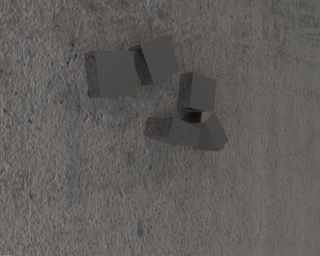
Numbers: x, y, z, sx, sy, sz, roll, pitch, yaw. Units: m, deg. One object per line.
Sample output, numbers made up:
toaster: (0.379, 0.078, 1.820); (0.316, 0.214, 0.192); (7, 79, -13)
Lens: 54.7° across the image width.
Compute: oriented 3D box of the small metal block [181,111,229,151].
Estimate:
small metal block: (0.061, 0.005, 0.439); (0.025, 0.050, 0.050); (-46, 118, -30)

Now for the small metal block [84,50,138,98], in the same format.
small metal block: (-0.056, -0.062, 0.357); (0.050, 0.025, 0.050); (-9, 96, -40)

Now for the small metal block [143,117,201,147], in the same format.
small metal block: (0.016, 0.005, 0.401); (0.050, 0.050, 0.025); (20, 77, -38)

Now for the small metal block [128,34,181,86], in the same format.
small metal block: (-0.006, -0.088, 0.399); (0.050, 0.025, 0.050); (-32, 110, -35)

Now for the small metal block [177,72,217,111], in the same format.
small metal block: (0.054, -0.050, 0.449); (0.050, 0.025, 0.050); (9, 85, -40)
